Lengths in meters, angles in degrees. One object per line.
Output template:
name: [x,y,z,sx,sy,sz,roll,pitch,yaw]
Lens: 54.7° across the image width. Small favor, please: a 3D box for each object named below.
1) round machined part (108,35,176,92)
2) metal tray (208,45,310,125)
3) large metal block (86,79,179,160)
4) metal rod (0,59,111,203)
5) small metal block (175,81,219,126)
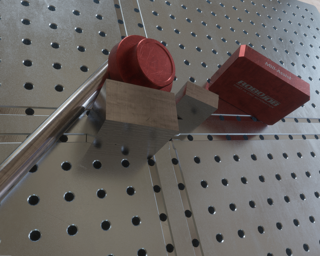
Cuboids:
round machined part: [-0.017,-0.082,0.420,0.099,0.042,0.098,17,64,-39]
metal tray: [0.155,-0.063,0.491,0.131,0.090,0.030,28,52,-12]
large metal block: [-0.035,-0.006,0.359,0.081,0.080,0.050,9,58,-24]
metal rod: [-0.106,-0.020,0.363,0.025,0.025,0.301,36,51,-5]
small metal block: [0.048,-0.034,0.440,0.050,0.050,0.025,22,54,-15]
